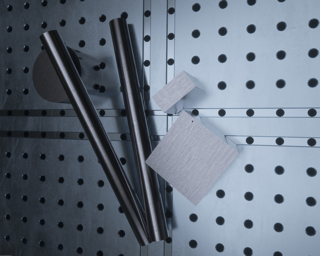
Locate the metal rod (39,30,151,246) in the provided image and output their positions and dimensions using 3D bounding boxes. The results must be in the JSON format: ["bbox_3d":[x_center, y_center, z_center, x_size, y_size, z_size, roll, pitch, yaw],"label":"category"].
[{"bbox_3d":[-0.078,0.017,0.405,0.025,0.025,0.299,-23,96,18],"label":"metal rod"}]

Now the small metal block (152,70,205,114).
[{"bbox_3d":[0.024,-0.043,0.391,0.050,0.050,0.025,-39,78,16],"label":"small metal block"}]

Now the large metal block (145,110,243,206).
[{"bbox_3d":[0.043,0.035,0.384,0.080,0.050,0.080,39,102,15],"label":"large metal block"}]

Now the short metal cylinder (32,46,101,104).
[{"bbox_3d":[-0.133,-0.075,0.446,0.080,0.050,0.079,0,90,20],"label":"short metal cylinder"}]

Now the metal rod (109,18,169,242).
[{"bbox_3d":[-0.030,-0.002,0.417,0.025,0.025,0.298,-13,83,19],"label":"metal rod"}]
